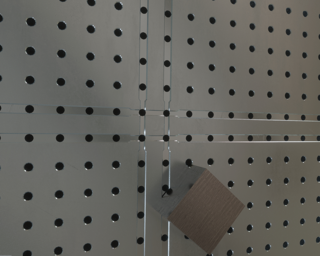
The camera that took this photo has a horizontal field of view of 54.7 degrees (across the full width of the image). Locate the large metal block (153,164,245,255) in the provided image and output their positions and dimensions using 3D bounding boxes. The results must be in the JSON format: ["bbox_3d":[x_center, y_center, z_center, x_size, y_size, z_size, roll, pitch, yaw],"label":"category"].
[{"bbox_3d":[0.053,0.108,0.420,0.080,0.050,0.080,44,76,-15],"label":"large metal block"}]
